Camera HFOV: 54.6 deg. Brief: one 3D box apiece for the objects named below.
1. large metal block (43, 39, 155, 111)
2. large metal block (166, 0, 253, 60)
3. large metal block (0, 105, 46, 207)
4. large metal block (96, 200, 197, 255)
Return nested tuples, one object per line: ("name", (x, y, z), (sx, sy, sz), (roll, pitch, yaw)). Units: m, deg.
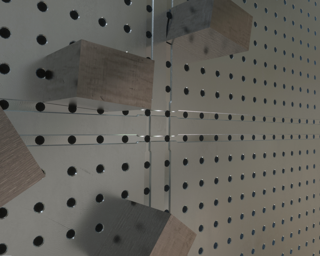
("large metal block", (-0.064, -0.048, 0.319), (0.081, 0.080, 0.050), (7, 86, -40))
("large metal block", (0.068, -0.137, 0.429), (0.080, 0.080, 0.050), (15, 81, -39))
("large metal block", (-0.160, 0.029, 0.259), (0.080, 0.050, 0.080), (-38, 113, -33))
("large metal block", (-0.018, 0.138, 0.358), (0.050, 0.080, 0.080), (46, 63, -30))
